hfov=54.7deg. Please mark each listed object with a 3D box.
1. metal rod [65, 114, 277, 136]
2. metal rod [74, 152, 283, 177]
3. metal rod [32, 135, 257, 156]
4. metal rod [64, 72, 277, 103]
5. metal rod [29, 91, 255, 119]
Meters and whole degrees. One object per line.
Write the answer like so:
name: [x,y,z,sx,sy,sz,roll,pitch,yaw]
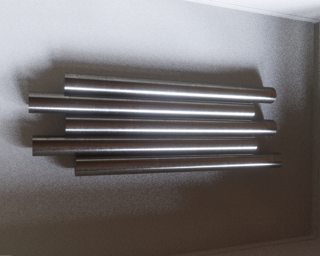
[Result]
metal rod: [0.029,-0.002,0.421,0.303,0.025,0.025,1,90,-21]
metal rod: [0.040,0.048,0.425,0.303,0.025,0.025,1,90,-21]
metal rod: [-0.004,0.022,0.408,0.303,0.025,0.025,1,90,-21]
metal rod: [0.028,-0.052,0.420,0.303,0.025,0.025,1,90,-21]
metal rod: [-0.008,-0.028,0.407,0.303,0.025,0.025,1,90,-21]
